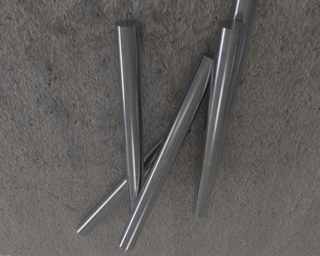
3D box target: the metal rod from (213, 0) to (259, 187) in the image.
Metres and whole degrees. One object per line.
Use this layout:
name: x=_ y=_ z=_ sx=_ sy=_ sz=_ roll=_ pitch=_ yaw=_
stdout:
metal rod: x=0.078 y=-0.029 z=0.383 sx=0.025 sy=0.025 sz=0.298 roll=2 pitch=130 yaw=-2

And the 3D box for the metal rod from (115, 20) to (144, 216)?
metal rod: x=-0.034 y=0.017 z=0.399 sx=0.025 sy=0.025 sz=0.298 roll=0 pitch=124 yaw=0

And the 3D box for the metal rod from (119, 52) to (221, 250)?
metal rod: x=0.003 y=0.047 z=0.402 sx=0.025 sy=0.025 sz=0.298 roll=17 pitch=115 yaw=-14

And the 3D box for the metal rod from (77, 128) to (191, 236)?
metal rod: x=-0.055 y=0.091 z=0.483 sx=0.025 sy=0.025 sz=0.298 roll=28 pitch=125 yaw=-22

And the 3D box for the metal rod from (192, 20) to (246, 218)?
metal rod: x=0.065 y=0.016 z=0.390 sx=0.025 sy=0.025 sz=0.298 roll=1 pitch=130 yaw=-1
